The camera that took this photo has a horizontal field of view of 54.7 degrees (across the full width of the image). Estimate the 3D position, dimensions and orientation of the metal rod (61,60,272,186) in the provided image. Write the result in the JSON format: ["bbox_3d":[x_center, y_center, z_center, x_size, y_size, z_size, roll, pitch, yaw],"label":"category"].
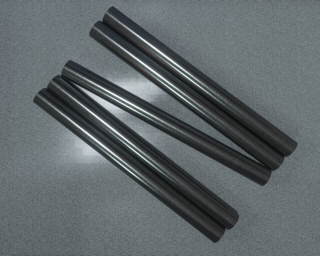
[{"bbox_3d":[0.009,-0.006,0.410,0.301,0.025,0.025,29,90,0],"label":"metal rod"}]

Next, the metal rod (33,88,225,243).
[{"bbox_3d":[-0.040,0.049,0.410,0.300,0.025,0.025,38,90,0],"label":"metal rod"}]

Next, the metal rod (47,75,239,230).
[{"bbox_3d":[-0.022,0.032,0.410,0.300,0.025,0.025,38,90,0],"label":"metal rod"}]

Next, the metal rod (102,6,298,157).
[{"bbox_3d":[0.053,-0.061,0.410,0.301,0.025,0.025,36,90,0],"label":"metal rod"}]

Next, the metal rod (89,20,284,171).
[{"bbox_3d":[0.036,-0.042,0.410,0.301,0.025,0.025,36,90,0],"label":"metal rod"}]
